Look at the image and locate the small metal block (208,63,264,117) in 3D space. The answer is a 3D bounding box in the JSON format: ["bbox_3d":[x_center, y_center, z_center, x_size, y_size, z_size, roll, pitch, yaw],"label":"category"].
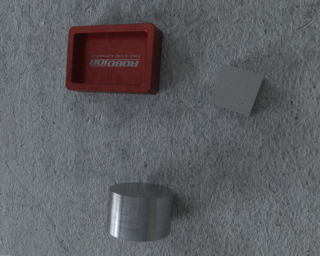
[{"bbox_3d":[0.093,-0.045,0.376,0.050,0.025,0.050,21,97,18],"label":"small metal block"}]

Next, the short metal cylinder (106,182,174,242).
[{"bbox_3d":[-0.025,0.102,0.388,0.080,0.080,0.050,5,92,20],"label":"short metal cylinder"}]

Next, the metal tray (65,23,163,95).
[{"bbox_3d":[-0.065,-0.094,0.429,0.130,0.030,0.089,4,91,19],"label":"metal tray"}]
